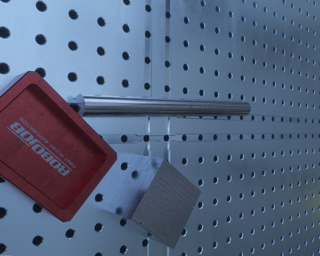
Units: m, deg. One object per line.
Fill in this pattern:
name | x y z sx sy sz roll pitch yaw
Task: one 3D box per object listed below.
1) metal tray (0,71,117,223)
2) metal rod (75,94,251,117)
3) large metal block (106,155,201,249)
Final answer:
metal tray | -0.115 0.020 0.309 0.130 0.030 0.090 51 60 -28
metal rod | 0.029 -0.029 0.433 0.302 0.025 0.025 -2 92 -40
large metal block | -0.005 0.091 0.389 0.080 0.050 0.080 45 63 -31
